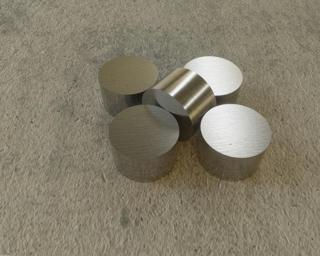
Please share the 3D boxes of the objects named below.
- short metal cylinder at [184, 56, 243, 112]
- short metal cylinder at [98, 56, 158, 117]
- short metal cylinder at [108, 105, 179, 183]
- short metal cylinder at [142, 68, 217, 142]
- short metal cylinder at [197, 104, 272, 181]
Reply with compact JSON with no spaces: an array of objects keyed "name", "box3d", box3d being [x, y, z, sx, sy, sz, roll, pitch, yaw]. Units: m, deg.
[{"name":"short metal cylinder","box3d":[0.070,-0.055,0.434,0.081,0.050,0.080,0,50,0]},{"name":"short metal cylinder","box3d":[-0.043,-0.057,0.434,0.081,0.050,0.080,0,50,0]},{"name":"short metal cylinder","box3d":[-0.018,0.018,0.372,0.081,0.050,0.080,0,50,0]},{"name":"short metal cylinder","box3d":[0.024,-0.029,0.394,0.080,0.080,0.050,32,57,24]},{"name":"short metal cylinder","box3d":[0.087,0.017,0.374,0.081,0.050,0.080,0,50,0]}]
